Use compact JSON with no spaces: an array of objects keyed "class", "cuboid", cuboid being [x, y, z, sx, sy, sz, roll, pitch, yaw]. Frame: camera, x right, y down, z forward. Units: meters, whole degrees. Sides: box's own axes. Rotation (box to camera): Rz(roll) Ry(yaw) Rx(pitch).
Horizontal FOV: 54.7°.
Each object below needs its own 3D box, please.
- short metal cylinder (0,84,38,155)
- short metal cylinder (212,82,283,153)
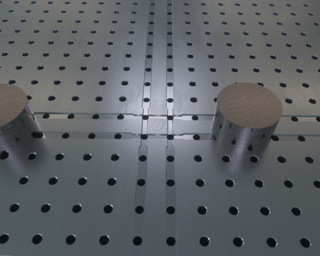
[{"class":"short metal cylinder","cuboid":[-0.206,-0.012,0.400,0.081,0.050,0.080,0,50,0]},{"class":"short metal cylinder","cuboid":[0.111,-0.014,0.404,0.081,0.050,0.080,0,50,0]}]
